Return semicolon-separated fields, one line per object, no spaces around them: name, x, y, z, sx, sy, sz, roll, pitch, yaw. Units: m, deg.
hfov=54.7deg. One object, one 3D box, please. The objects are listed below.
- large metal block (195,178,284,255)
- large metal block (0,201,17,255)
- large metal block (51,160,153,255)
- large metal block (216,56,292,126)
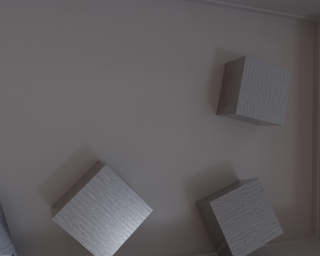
large metal block;0.108;0.124;0.429;0.081;0.050;0.080;-21;83;-19
large metal block;-0.196;0.125;0.302;0.080;0.050;0.080;-25;101;-64
large metal block;-0.070;0.097;0.372;0.080;0.050;0.080;-46;105;-14
large metal block;0.136;-0.050;0.449;0.081;0.050;0.080;12;86;-20
